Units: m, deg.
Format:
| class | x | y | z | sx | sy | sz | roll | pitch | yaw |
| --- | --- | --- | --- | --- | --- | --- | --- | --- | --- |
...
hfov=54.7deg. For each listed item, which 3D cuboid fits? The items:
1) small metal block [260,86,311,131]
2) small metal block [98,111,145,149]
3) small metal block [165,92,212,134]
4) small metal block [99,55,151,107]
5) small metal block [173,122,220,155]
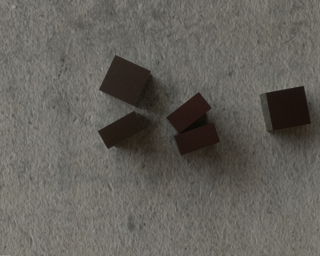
| class | x | y | z | sx | sy | sz | roll | pitch | yaw |
| --- | --- | --- | --- | --- | --- | --- | --- | --- | --- |
| small metal block | 0.166 | -0.026 | 0.412 | 0.050 | 0.025 | 0.050 | -11 | 90 | -1 |
| small metal block | -0.047 | 0.002 | 0.397 | 0.050 | 0.050 | 0.025 | -29 | 90 | 0 |
| small metal block | 0.035 | -0.019 | 0.398 | 0.050 | 0.050 | 0.025 | -38 | 90 | 0 |
| small metal block | -0.045 | -0.061 | 0.409 | 0.050 | 0.025 | 0.050 | 25 | 90 | -1 |
| small metal block | 0.045 | 0.013 | 0.398 | 0.050 | 0.050 | 0.025 | -19 | 90 | 0 |
